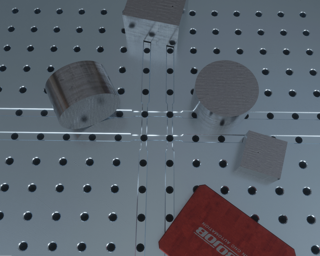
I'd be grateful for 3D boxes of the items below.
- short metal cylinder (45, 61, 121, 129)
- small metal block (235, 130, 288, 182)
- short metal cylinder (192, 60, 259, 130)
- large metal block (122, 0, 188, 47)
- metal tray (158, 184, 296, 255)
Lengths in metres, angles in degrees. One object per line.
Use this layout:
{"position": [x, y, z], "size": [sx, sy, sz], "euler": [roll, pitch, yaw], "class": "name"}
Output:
{"position": [-0.098, -0.041, 0.397], "size": [0.080, 0.080, 0.050], "euler": [-25, 72, -9], "class": "short metal cylinder"}
{"position": [0.130, 0.037, 0.399], "size": [0.050, 0.025, 0.050], "euler": [17, 71, 6], "class": "small metal block"}
{"position": [0.085, -0.043, 0.415], "size": [0.081, 0.050, 0.080], "euler": [0, 70, 0], "class": "short metal cylinder"}
{"position": [-0.004, -0.176, 0.463], "size": [0.080, 0.050, 0.080], "euler": [13, 71, 4], "class": "large metal block"}
{"position": [0.075, 0.140, 0.359], "size": [0.130, 0.030, 0.090], "euler": [35, 74, 12], "class": "metal tray"}
